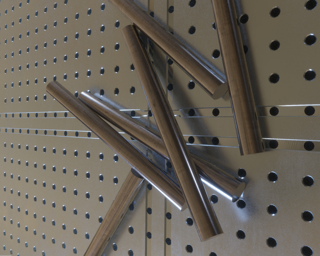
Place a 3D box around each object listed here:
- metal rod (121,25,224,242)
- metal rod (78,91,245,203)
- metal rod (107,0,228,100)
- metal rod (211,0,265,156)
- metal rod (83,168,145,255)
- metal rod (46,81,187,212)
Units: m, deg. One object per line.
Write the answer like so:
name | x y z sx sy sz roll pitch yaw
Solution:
metal rod | 0.005 -0.013 0.382 0.025 0.025 0.299 -39 59 33
metal rod | -0.020 0.011 0.426 0.300 0.025 0.025 30 109 36
metal rod | -0.017 -0.141 0.424 0.300 0.025 0.025 49 119 29
metal rod | 0.075 -0.119 0.348 0.025 0.025 0.299 -15 80 39
metal rod | -0.097 0.183 0.490 0.025 0.025 0.298 44 116 31
metal rod | -0.072 0.013 0.450 0.300 0.025 0.025 37 113 27
